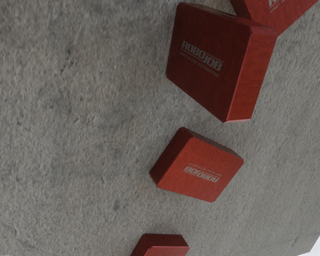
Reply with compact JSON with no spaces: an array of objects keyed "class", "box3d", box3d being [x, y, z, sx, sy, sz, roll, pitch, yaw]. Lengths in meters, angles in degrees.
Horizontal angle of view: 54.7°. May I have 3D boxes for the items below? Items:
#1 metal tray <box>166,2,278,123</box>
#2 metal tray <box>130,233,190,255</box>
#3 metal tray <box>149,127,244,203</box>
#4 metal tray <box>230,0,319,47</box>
[{"class":"metal tray","box3d":[0.054,-0.073,0.324,0.030,0.130,0.089,-5,121,-26]},{"class":"metal tray","box3d":[-0.016,0.248,0.550,0.091,0.030,0.129,17,110,-35]},{"class":"metal tray","box3d":[0.059,0.061,0.476,0.131,0.030,0.090,24,105,-37]},{"class":"metal tray","box3d":[0.153,-0.176,0.380,0.130,0.030,0.090,-42,130,0]}]
